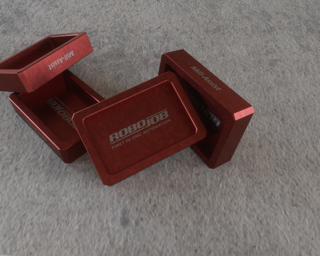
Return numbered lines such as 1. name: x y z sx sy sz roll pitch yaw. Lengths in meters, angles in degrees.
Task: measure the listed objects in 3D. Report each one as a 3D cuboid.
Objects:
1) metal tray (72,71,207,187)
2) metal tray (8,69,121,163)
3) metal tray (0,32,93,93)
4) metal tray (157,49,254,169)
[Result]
1. metal tray: -0.023 0.000 0.363 0.131 0.030 0.090 -26 82 -11
2. metal tray: -0.127 -0.022 0.416 0.130 0.030 0.091 38 59 27
3. metal tray: -0.173 -0.098 0.451 0.090 0.030 0.131 7 40 33
4. metal tray: 0.044 -0.025 0.379 0.030 0.089 0.130 -21 53 -30
